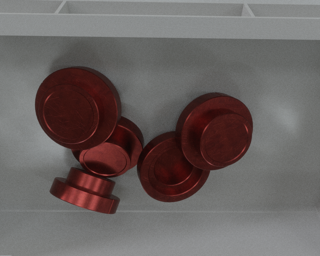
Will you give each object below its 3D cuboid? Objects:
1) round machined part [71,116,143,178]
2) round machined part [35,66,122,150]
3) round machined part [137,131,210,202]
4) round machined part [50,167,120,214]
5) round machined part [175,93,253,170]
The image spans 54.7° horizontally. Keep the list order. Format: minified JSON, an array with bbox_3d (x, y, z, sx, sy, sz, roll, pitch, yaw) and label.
[{"bbox_3d":[-0.072,0.031,0.423,0.099,0.042,0.097,0,130,0],"label":"round machined part"},{"bbox_3d":[-0.097,-0.020,0.356,0.099,0.042,0.097,2,106,6],"label":"round machined part"},{"bbox_3d":[0.016,0.049,0.424,0.099,0.042,0.097,-6,113,-15],"label":"round machined part"},{"bbox_3d":[-0.103,0.087,0.449,0.098,0.042,0.098,19,171,4],"label":"round machined part"},{"bbox_3d":[0.072,0.008,0.380,0.099,0.042,0.097,-6,110,-17],"label":"round machined part"}]
